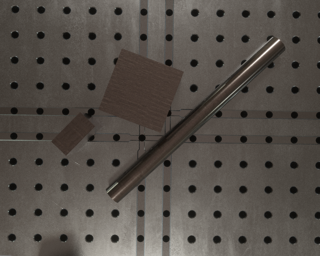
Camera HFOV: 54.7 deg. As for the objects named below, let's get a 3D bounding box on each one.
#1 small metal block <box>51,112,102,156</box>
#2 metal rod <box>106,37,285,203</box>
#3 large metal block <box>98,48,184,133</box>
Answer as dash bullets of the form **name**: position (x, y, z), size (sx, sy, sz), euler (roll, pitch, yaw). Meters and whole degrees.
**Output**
- **small metal block**: position (-0.105, 0.007, 0.400), size (0.025, 0.050, 0.050), euler (44, 90, -1)
- **metal rod**: position (0.048, -0.011, 0.414), size (0.300, 0.025, 0.025), euler (-42, 91, -1)
- **large metal block**: position (-0.023, -0.046, 0.401), size (0.080, 0.050, 0.080), euler (21, 90, -1)
